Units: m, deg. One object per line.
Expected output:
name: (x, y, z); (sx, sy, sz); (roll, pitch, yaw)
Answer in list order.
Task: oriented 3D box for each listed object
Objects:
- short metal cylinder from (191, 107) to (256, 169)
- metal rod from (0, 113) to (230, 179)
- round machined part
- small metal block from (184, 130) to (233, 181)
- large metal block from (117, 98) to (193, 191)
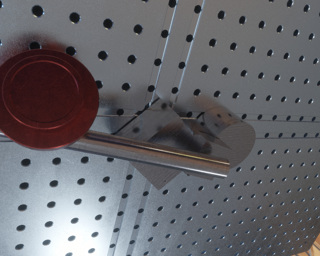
short metal cylinder: (0.092, 0.015, 0.457); (0.081, 0.050, 0.079); (-14, 125, -21)
metal rod: (-0.065, 0.017, 0.331); (0.302, 0.025, 0.025); (13, 113, -16)
round machined part: (-0.107, -0.029, 0.290); (0.099, 0.042, 0.097); (3, 79, -17)
small metal block: (0.057, 0.036, 0.399); (0.050, 0.025, 0.050); (20, 108, -36)
large metal block: (-0.001, 0.022, 0.407); (0.080, 0.050, 0.080); (-40, 130, -2)
